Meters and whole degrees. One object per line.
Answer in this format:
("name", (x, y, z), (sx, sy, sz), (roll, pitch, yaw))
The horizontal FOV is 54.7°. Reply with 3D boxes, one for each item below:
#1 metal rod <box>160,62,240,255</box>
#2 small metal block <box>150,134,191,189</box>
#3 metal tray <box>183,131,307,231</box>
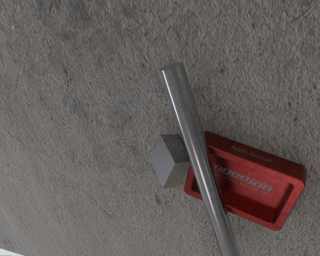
("metal rod", (0.058, 0.066, 0.377), (0.025, 0.025, 0.298), (-6, 116, 31))
("small metal block", (0.013, 0.043, 0.409), (0.050, 0.025, 0.050), (63, 143, 41))
("metal tray", (0.102, 0.067, 0.391), (0.130, 0.030, 0.089), (20, 126, 16))
